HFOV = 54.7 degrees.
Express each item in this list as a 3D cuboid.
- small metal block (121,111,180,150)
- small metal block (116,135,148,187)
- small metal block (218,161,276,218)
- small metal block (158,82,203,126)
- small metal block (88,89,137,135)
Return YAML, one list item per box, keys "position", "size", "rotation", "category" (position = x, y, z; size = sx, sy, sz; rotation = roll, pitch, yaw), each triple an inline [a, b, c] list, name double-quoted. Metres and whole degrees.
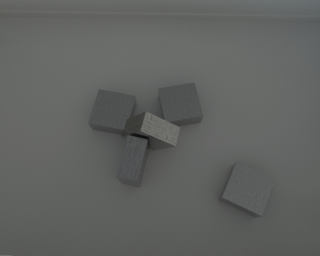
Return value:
- position: [-0.012, 0.005, 0.384]
  size: [0.050, 0.050, 0.025]
  rotation: [25, 68, -27]
  category: "small metal block"
- position: [-0.032, 0.042, 0.381]
  size: [0.025, 0.050, 0.050]
  rotation: [12, 71, 4]
  category: "small metal block"
- position: [0.107, 0.076, 0.383]
  size: [0.050, 0.025, 0.050]
  rotation: [24, 72, 8]
  category: "small metal block"
- position: [0.027, -0.030, 0.421]
  size: [0.050, 0.025, 0.050]
  rotation: [-10, 70, -4]
  category: "small metal block"
- position: [-0.062, -0.020, 0.416]
  size: [0.050, 0.025, 0.050]
  rotation: [11, 70, 3]
  category: "small metal block"
